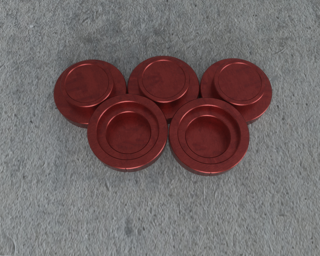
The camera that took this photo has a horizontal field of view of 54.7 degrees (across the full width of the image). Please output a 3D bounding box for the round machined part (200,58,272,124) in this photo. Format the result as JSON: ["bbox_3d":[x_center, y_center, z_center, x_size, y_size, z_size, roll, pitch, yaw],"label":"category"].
[{"bbox_3d":[0.104,-0.054,0.421,0.099,0.042,0.098,0,70,-1],"label":"round machined part"}]

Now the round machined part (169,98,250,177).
[{"bbox_3d":[0.060,0.014,0.396,0.099,0.042,0.098,0,70,-1],"label":"round machined part"}]

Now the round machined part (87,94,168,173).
[{"bbox_3d":[-0.039,0.009,0.396,0.099,0.042,0.098,0,70,-1],"label":"round machined part"}]

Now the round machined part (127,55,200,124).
[{"bbox_3d":[0.005,-0.057,0.421,0.099,0.042,0.098,0,70,-1],"label":"round machined part"}]

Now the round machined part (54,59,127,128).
[{"bbox_3d":[-0.094,-0.051,0.418,0.099,0.042,0.098,0,70,-1],"label":"round machined part"}]
